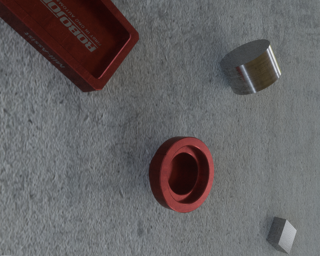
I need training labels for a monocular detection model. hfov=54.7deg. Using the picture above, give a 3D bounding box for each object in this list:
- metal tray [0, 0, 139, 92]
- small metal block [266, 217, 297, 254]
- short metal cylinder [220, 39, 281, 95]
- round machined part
[{"bbox_3d":[-0.092,-0.112,0.323,0.130,0.030,0.090,45,63,-31],"label":"metal tray"},{"bbox_3d":[0.238,0.209,0.604,0.050,0.025,0.050,44,63,-31],"label":"small metal block"},{"bbox_3d":[0.142,-0.096,0.487,0.080,0.080,0.050,-48,119,-29],"label":"short metal cylinder"},{"bbox_3d":[0.024,0.060,0.414,0.099,0.042,0.097,0,90,-40],"label":"round machined part"}]
